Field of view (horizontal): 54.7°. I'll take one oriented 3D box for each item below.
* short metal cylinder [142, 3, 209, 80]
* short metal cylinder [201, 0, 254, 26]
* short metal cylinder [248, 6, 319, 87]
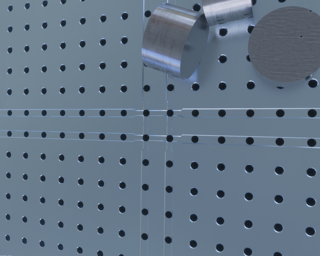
[{"bbox_3d":[0.020,-0.104,0.376,0.050,0.080,0.080,23,98,18],"label":"short metal cylinder"},{"bbox_3d":[0.077,-0.163,0.356,0.050,0.080,0.080,-6,88,20],"label":"short metal cylinder"},{"bbox_3d":[0.143,-0.088,0.349,0.080,0.050,0.079,0,90,20],"label":"short metal cylinder"}]
